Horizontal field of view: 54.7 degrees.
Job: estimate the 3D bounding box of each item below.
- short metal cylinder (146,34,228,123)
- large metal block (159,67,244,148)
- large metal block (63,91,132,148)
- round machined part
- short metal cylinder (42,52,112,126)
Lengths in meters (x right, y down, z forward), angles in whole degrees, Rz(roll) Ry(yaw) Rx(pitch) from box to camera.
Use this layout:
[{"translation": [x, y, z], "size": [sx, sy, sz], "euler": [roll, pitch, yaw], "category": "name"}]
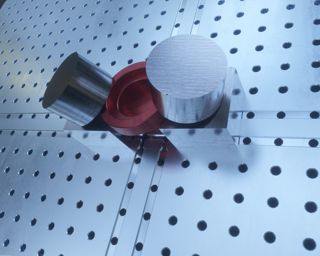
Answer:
[{"translation": [0.028, -0.052, 0.328], "size": [0.080, 0.050, 0.080], "euler": [-2, 63, 4], "category": "short metal cylinder"}, {"translation": [0.053, -0.023, 0.378], "size": [0.080, 0.050, 0.080], "euler": [-1, 61, 28], "category": "large metal block"}, {"translation": [-0.079, -0.020, 0.446], "size": [0.080, 0.050, 0.080], "euler": [1, 62, 28], "category": "large metal block"}, {"translation": [-0.024, -0.033, 0.393], "size": [0.098, 0.042, 0.098], "euler": [-13, 56, 21], "category": "round machined part"}, {"translation": [-0.106, -0.049, 0.397], "size": [0.080, 0.050, 0.080], "euler": [-31, 43, 34], "category": "short metal cylinder"}]
